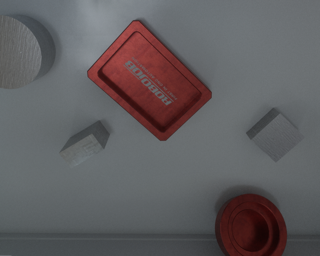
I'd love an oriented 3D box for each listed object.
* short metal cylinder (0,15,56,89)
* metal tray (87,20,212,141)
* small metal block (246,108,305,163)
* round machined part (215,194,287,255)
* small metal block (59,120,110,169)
[{"bbox_3d":[-0.171,-0.090,0.362,0.081,0.050,0.079,0,110,-1],"label":"short metal cylinder"},{"bbox_3d":[-0.012,-0.057,0.387,0.130,0.030,0.090,42,104,-14],"label":"metal tray"},{"bbox_3d":[0.155,0.010,0.417,0.050,0.025,0.050,40,105,-14],"label":"small metal block"},{"bbox_3d":[0.124,0.145,0.440,0.099,0.042,0.098,4,70,-11],"label":"round machined part"},{"bbox_3d":[-0.097,0.020,0.404,0.050,0.050,0.025,-30,108,10],"label":"small metal block"}]
